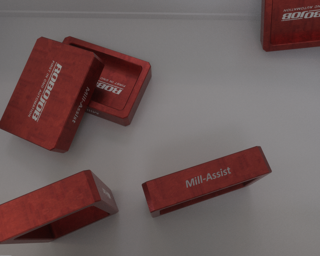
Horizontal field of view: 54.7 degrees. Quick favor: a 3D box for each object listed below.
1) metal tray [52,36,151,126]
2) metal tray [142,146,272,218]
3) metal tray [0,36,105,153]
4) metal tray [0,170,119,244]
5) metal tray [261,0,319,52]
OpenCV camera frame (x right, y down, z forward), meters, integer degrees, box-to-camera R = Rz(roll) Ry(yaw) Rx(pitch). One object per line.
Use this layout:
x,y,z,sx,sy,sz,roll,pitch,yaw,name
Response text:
-0.088,-0.066,0.430,0.131,0.030,0.090,20,71,7,metal tray
0.048,0.064,0.351,0.131,0.090,0.030,-17,71,-6,metal tray
-0.138,-0.043,0.397,0.090,0.030,0.130,20,85,18,metal tray
-0.098,0.086,0.321,0.091,0.130,0.030,-22,72,-8,metal tray
0.207,-0.156,0.418,0.131,0.090,0.030,-4,41,11,metal tray
